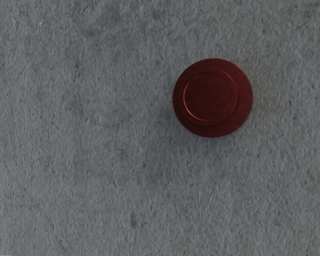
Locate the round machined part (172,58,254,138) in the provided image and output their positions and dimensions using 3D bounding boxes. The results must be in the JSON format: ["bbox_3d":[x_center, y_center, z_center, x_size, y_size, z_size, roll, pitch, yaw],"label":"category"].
[{"bbox_3d":[0.062,-0.037,0.378,0.098,0.042,0.097,0,90,19],"label":"round machined part"}]
